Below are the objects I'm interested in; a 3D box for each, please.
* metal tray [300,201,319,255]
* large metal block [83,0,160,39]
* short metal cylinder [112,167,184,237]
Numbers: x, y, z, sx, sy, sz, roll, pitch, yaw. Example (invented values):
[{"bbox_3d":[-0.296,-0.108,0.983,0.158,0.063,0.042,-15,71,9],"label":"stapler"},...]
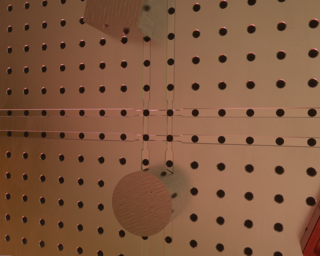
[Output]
[{"bbox_3d":[0.232,0.124,0.327,0.130,0.030,0.089,23,98,18],"label":"metal tray"},{"bbox_3d":[-0.048,-0.171,0.416,0.080,0.050,0.079,14,95,19],"label":"large metal block"},{"bbox_3d":[-0.015,0.093,0.404,0.080,0.050,0.079,0,90,20],"label":"short metal cylinder"}]
